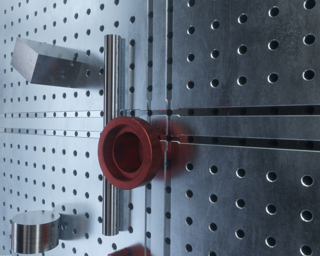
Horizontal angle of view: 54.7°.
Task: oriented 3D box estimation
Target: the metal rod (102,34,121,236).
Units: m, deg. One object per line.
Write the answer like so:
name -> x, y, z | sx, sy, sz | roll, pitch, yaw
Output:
metal rod -> -0.073, 0.011, 0.469 | 0.025, 0.025, 0.298 | 1, 91, 40

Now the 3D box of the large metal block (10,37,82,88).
large metal block -> -0.197, -0.112, 0.537 | 0.080, 0.081, 0.050 | 37, 113, 34

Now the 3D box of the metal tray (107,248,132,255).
metal tray -> -0.038, 0.250, 0.437 | 0.130, 0.030, 0.089 | 37, 112, 34

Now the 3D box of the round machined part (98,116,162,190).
round machined part -> -0.037, 0.033, 0.427 | 0.098, 0.042, 0.097 | 0, 90, 37

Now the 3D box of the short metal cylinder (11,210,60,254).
short metal cylinder -> -0.223, 0.185, 0.559 | 0.080, 0.081, 0.050 | 4, 93, 40
